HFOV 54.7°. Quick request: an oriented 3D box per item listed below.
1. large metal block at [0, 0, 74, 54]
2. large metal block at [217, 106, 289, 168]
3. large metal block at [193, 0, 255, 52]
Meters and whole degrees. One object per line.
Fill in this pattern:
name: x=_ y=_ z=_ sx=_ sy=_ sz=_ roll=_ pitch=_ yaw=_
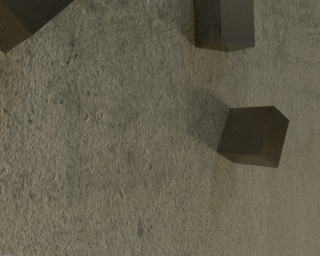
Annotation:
large metal block: x=-0.132 y=-0.116 z=0.258 sx=0.080 sy=0.080 sz=0.050 roll=51 pitch=60 yaw=-28
large metal block: x=0.147 y=0.013 z=0.492 sx=0.050 sy=0.080 sz=0.080 roll=32 pitch=70 yaw=-36
large metal block: x=0.098 y=-0.163 z=0.470 sx=0.081 sy=0.050 sz=0.079 roll=-4 pitch=93 yaw=-40
